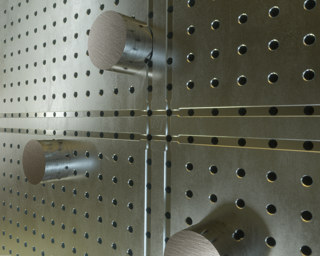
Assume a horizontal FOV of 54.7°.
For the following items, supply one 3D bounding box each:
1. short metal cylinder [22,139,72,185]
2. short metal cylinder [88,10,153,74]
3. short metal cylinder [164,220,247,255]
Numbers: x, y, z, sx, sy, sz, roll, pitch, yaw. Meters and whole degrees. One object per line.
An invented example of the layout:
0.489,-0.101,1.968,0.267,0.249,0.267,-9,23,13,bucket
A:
-0.206,0.060,0.564,0.080,0.050,0.079,0,90,40,short metal cylinder
-0.058,-0.119,0.441,0.080,0.050,0.079,0,90,40,short metal cylinder
0.051,0.150,0.351,0.080,0.050,0.079,0,90,40,short metal cylinder
